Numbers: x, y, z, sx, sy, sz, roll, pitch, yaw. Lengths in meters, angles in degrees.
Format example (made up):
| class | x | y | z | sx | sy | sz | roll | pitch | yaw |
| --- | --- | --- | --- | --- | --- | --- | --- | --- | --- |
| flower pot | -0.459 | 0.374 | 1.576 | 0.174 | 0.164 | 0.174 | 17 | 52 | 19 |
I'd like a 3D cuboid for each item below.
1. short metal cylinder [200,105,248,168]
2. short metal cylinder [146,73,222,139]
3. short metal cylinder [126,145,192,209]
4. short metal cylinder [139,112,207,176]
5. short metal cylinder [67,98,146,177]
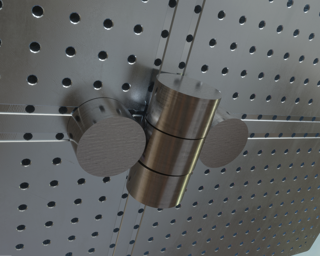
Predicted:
| class | x | y | z | sx | sy | sz | roll | pitch | yaw |
| --- | --- | --- | --- | --- | --- | --- | --- | --- | --- |
| short metal cylinder | 0.078 | 0.010 | 0.445 | 0.081 | 0.050 | 0.079 | -14 | 125 | -21 |
| short metal cylinder | 0.028 | -0.028 | 0.374 | 0.081 | 0.080 | 0.050 | 2 | 117 | -30 |
| short metal cylinder | -0.001 | 0.061 | 0.414 | 0.081 | 0.080 | 0.050 | 1 | 118 | -29 |
| short metal cylinder | 0.014 | 0.017 | 0.394 | 0.081 | 0.080 | 0.050 | 2 | 118 | -30 |
| short metal cylinder | -0.064 | 0.011 | 0.367 | 0.081 | 0.050 | 0.079 | -14 | 125 | -21 |
